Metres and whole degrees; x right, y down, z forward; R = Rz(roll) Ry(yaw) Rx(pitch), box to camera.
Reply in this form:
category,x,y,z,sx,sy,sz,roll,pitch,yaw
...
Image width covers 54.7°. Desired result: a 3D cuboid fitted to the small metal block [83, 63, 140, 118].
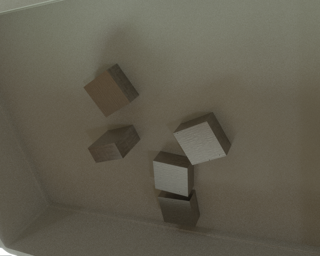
category,x,y,z,sx,sy,sz,roll,pitch,yaw
small metal block,-0.064,-0.049,0.411,0.050,0.025,0.050,-27,104,37

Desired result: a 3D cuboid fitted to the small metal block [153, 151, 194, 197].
category,x,y,z,sx,sy,sz,roll,pitch,yaw
small metal block,0.020,0.064,0.437,0.050,0.025,0.050,10,123,22

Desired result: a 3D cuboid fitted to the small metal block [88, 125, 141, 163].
category,x,y,z,sx,sy,sz,roll,pitch,yaw
small metal block,-0.064,0.022,0.438,0.050,0.050,0.025,-12,112,33

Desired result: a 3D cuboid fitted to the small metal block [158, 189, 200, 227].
category,x,y,z,sx,sy,sz,roll,pitch,yaw
small metal block,0.029,0.118,0.465,0.050,0.025,0.050,1,119,27

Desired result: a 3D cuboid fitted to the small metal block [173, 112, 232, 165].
category,x,y,z,sx,sy,sz,roll,pitch,yaw
small metal block,0.053,0.014,0.388,0.050,0.025,0.050,-21,107,35
